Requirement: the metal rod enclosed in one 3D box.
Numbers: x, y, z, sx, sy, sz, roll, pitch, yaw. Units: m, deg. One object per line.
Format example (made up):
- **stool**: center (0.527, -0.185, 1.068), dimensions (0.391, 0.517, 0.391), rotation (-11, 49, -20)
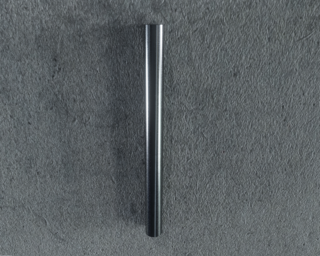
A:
- **metal rod**: center (-0.008, 0.017, 0.417), dimensions (0.025, 0.025, 0.298), rotation (0, 110, -1)
